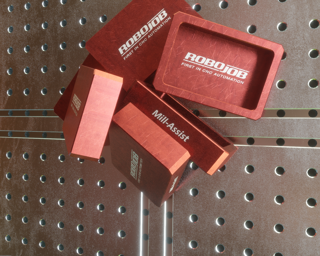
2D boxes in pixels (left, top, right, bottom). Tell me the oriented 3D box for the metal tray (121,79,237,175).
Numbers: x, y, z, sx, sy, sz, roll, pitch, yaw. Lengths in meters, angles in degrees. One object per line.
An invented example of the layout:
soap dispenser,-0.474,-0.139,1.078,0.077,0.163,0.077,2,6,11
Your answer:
metal tray,0.026,-0.003,0.368,0.130,0.090,0.030,40,103,15

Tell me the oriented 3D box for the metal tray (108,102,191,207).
metal tray,-0.018,0.037,0.368,0.090,0.129,0.030,40,64,15

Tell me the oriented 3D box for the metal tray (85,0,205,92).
metal tray,-0.017,-0.114,0.397,0.130,0.030,0.090,-42,80,0

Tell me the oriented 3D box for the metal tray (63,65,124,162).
metal tray,-0.084,-0.024,0.362,0.030,0.130,0.090,16,97,-23

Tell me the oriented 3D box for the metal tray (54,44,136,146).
metal tray,-0.081,-0.048,0.439,0.090,0.030,0.130,40,103,14

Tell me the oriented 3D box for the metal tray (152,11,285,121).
metal tray,0.065,-0.070,0.361,0.131,0.030,0.090,17,96,-4
